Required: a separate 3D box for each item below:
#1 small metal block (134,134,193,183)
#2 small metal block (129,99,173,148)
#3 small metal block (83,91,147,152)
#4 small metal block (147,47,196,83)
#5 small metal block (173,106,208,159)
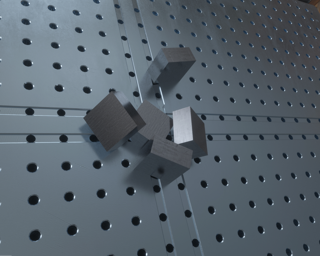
[{"bbox_3d":[0.004,0.038,0.372,0.050,0.050,0.025,24,53,-14],"label":"small metal block"},{"bbox_3d":[-0.015,-0.001,0.402,0.050,0.025,0.050,36,51,-5],"label":"small metal block"},{"bbox_3d":[-0.053,-0.008,0.366,0.050,0.050,0.025,53,19,9],"label":"small metal block"},{"bbox_3d":[0.017,-0.093,0.460,0.050,0.050,0.025,-12,68,-33],"label":"small metal block"},{"bbox_3d":[0.040,0.007,0.411,0.050,0.025,0.050,43,38,-50],"label":"small metal block"}]
